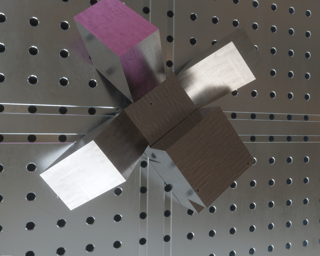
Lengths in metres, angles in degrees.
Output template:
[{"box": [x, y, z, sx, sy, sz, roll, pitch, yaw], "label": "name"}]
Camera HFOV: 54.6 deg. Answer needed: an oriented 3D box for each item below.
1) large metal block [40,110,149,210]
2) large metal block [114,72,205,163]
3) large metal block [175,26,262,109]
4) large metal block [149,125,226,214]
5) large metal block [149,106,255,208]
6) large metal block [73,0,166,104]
[{"box": [-0.068, 0.033, 0.342, 0.080, 0.080, 0.050, -31, 103, 25], "label": "large metal block"}, {"box": [0.001, -0.013, 0.399, 0.080, 0.050, 0.080, -40, 103, -16], "label": "large metal block"}, {"box": [0.077, -0.077, 0.395, 0.050, 0.080, 0.080, 54, 34, -12], "label": "large metal block"}, {"box": [0.047, 0.052, 0.416, 0.080, 0.050, 0.080, -39, 101, -17], "label": "large metal block"}, {"box": [0.049, 0.031, 0.363, 0.080, 0.050, 0.080, -39, 103, -17], "label": "large metal block"}, {"box": [-0.042, -0.088, 0.351, 0.050, 0.080, 0.080, -40, 64, -15], "label": "large metal block"}]
